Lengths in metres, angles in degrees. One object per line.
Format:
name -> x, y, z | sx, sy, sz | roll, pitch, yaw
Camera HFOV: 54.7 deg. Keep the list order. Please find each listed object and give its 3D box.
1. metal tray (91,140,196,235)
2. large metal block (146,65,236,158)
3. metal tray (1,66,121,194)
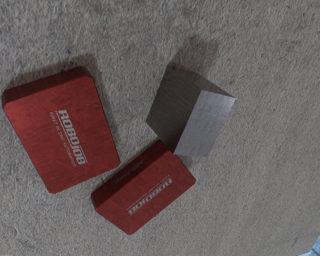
metal tray -> -0.021, 0.088, 0.448 | 0.130, 0.030, 0.090 | -39, 130, -2
large metal block -> 0.033, -0.021, 0.378 | 0.050, 0.080, 0.079 | 9, 114, -33
metal tray -> -0.105, 0.006, 0.351 | 0.091, 0.030, 0.129 | -23, 127, -15
